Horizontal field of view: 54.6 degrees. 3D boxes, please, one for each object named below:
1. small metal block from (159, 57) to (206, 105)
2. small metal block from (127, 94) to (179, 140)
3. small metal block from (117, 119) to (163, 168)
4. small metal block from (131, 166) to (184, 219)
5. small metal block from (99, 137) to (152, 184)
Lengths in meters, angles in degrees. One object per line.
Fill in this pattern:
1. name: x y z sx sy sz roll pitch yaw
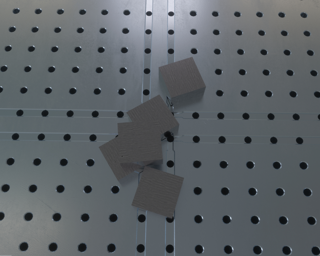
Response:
1. small metal block: 0.030 -0.066 0.436 0.050 0.025 0.050 -19 71 -7
2. small metal block: -0.009 -0.009 0.415 0.050 0.025 0.050 -30 73 -10
3. small metal block: -0.024 0.019 0.378 0.050 0.025 0.050 -5 70 -2
4. small metal block: -0.002 0.080 0.383 0.050 0.025 0.050 17 71 6
5. small metal block: -0.043 0.036 0.399 0.050 0.025 0.050 -30 73 -10
